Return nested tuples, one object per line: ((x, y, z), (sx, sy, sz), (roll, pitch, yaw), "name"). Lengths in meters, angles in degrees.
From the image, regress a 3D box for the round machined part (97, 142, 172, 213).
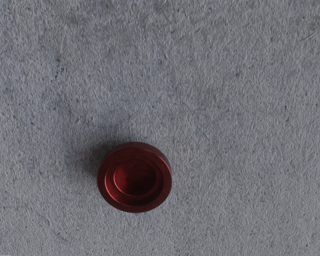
((-0.033, 0.063, 0.424), (0.099, 0.042, 0.097), (0, 110, 0), "round machined part")
